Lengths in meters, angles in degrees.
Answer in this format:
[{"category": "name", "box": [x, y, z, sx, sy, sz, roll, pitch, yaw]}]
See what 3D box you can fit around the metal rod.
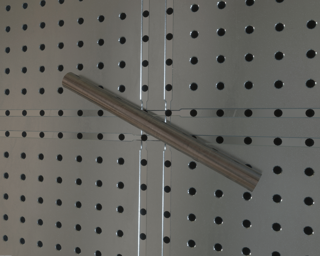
[{"category": "metal rod", "box": [-0.010, -0.003, 0.415, 0.301, 0.025, 0.025, 29, 99, 17]}]
